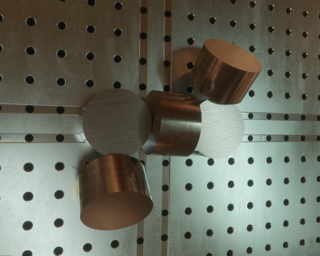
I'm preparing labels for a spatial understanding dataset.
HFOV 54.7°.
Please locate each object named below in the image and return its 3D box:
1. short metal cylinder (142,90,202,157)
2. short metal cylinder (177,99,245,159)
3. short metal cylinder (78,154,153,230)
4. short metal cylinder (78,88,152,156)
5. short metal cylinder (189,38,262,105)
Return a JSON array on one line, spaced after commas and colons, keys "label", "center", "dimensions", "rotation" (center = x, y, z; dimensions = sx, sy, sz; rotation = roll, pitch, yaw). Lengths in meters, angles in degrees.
[{"label": "short metal cylinder", "center": [0.011, -0.005, 0.388], "dimensions": [0.050, 0.080, 0.080], "rotation": [5, 88, -20]}, {"label": "short metal cylinder", "center": [0.067, 0.000, 0.425], "dimensions": [0.081, 0.050, 0.079], "rotation": [0, 90, -21]}, {"label": "short metal cylinder", "center": [-0.052, 0.076, 0.359], "dimensions": [0.081, 0.050, 0.080], "rotation": [-10, 137, -9]}, {"label": "short metal cylinder", "center": [-0.056, -0.006, 0.378], "dimensions": [0.081, 0.050, 0.079], "rotation": [0, 90, -21]}, {"label": "short metal cylinder", "center": [0.085, -0.075, 0.409], "dimensions": [0.081, 0.080, 0.050], "rotation": [9, 129, -20]}]
